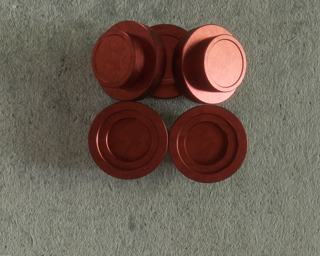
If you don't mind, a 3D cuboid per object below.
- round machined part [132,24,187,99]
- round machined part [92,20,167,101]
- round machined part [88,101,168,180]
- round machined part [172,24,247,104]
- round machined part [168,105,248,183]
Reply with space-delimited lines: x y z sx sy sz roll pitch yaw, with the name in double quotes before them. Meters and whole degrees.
"round machined part" 0.007 -0.087 0.402 0.099 0.042 0.097 0 90 -1
"round machined part" -0.044 -0.082 0.378 0.098 0.042 0.097 2 95 33
"round machined part" -0.039 0.015 0.402 0.099 0.042 0.097 0 90 -1
"round machined part" 0.067 -0.078 0.382 0.099 0.042 0.097 -4 97 -31
"round machined part" 0.059 0.020 0.403 0.099 0.042 0.097 0 90 -1
